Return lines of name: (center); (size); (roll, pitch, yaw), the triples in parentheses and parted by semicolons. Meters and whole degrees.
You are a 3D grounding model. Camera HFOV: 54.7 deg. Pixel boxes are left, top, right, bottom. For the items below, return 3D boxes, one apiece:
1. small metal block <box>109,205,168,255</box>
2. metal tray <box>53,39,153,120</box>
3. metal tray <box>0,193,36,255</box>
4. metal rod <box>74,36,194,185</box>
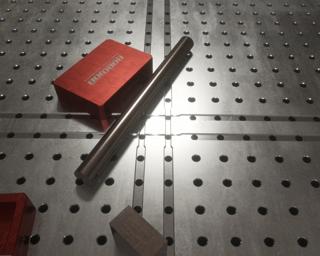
small metal block: (-0.020, 0.110, 0.299); (0.050, 0.050, 0.025); (36, 59, 26)
metal tray: (-0.082, -0.078, 0.469); (0.090, 0.030, 0.130); (26, 54, 19)
metal tray: (-0.180, 0.128, 0.294); (0.091, 0.030, 0.130); (-2, 50, -3)
metal rod: (-0.021, -0.044, 0.444); (0.025, 0.025, 0.301); (21, 53, 16)
